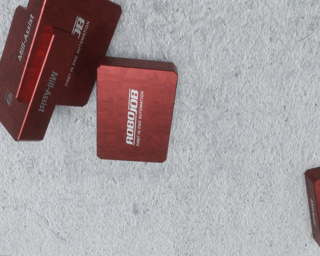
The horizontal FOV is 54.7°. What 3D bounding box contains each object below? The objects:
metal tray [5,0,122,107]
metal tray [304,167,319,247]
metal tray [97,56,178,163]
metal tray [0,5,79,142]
[{"bbox_3d":[-0.105,-0.089,0.343,0.030,0.091,0.129,38,112,33],"label":"metal tray"},{"bbox_3d":[0.269,0.113,0.451,0.090,0.030,0.129,-15,110,5],"label":"metal tray"},{"bbox_3d":[-0.031,-0.019,0.385,0.091,0.030,0.129,4,121,-5],"label":"metal tray"},{"bbox_3d":[-0.148,-0.061,0.352,0.090,0.030,0.129,37,110,33],"label":"metal tray"}]
